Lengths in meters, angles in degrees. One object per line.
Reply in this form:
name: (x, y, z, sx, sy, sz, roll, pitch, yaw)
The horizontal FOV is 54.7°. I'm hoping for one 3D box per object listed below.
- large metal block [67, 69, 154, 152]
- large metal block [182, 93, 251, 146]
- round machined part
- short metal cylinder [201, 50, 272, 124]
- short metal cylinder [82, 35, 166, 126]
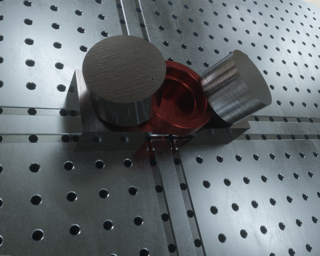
large metal block: (-0.062, -0.019, 0.370, 0.081, 0.050, 0.080, 1, 62, -28)
large metal block: (0.070, -0.023, 0.443, 0.081, 0.050, 0.080, -1, 62, -29)
round machined part: (0.014, -0.033, 0.387, 0.099, 0.042, 0.098, 14, 56, -21)
short metal cylinder: (0.097, -0.052, 0.395, 0.080, 0.050, 0.080, 31, 42, -33)
short metal cylinder: (-0.036, -0.048, 0.321, 0.081, 0.050, 0.080, 2, 65, -4)
